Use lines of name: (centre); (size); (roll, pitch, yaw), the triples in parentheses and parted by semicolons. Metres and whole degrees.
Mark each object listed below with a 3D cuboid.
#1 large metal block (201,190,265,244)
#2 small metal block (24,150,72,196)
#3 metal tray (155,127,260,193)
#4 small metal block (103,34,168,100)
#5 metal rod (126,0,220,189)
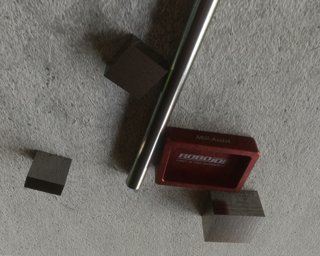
large metal block: (0.119, 0.149, 0.519); (0.081, 0.050, 0.079); (4, 130, -4)
small metal block: (-0.159, 0.064, 0.443); (0.050, 0.050, 0.025); (18, 128, -15)
metal tray: (0.064, 0.049, 0.446); (0.131, 0.030, 0.089); (7, 130, -7)
small metal block: (-0.027, -0.068, 0.349); (0.050, 0.025, 0.050); (34, 122, -26)
metal rod: (0.004, -0.024, 0.387); (0.025, 0.025, 0.298); (13, 129, -12)
